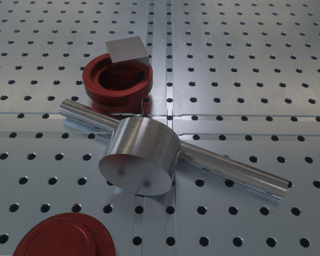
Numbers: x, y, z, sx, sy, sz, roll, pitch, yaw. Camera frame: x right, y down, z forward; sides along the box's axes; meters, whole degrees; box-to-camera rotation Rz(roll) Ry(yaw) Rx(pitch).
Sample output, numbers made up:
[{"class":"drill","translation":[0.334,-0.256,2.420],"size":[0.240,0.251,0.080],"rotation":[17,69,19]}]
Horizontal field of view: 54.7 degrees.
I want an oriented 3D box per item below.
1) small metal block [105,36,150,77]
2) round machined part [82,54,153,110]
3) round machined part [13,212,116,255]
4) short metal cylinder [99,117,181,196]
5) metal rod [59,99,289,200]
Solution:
[{"class":"small metal block","translation":[-0.046,-0.102,0.438],"size":[0.050,0.025,0.050],"rotation":[-14,51,-11]},{"class":"round machined part","translation":[-0.059,-0.065,0.451],"size":[0.099,0.042,0.098],"rotation":[0,50,0]},{"class":"round machined part","translation":[-0.092,0.125,0.291],"size":[0.099,0.042,0.098],"rotation":[0,50,0]},{"class":"short metal cylinder","translation":[-0.021,0.033,0.344],"size":[0.080,0.080,0.050],"rotation":[10,51,8]},{"class":"metal rod","translation":[0.005,0.021,0.390],"size":[0.301,0.025,0.025],"rotation":[20,53,16]}]
